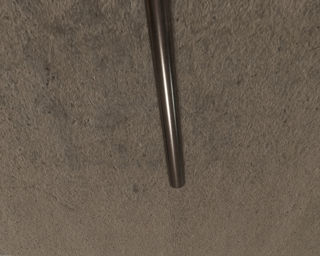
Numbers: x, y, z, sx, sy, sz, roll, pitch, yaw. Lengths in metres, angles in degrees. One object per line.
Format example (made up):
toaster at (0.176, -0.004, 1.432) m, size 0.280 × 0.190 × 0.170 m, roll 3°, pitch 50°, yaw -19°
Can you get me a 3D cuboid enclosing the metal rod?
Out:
metal rod at (0.011, -0.029, 0.382) m, size 0.025 × 0.025 × 0.298 m, roll -5°, pitch 130°, yaw 4°
